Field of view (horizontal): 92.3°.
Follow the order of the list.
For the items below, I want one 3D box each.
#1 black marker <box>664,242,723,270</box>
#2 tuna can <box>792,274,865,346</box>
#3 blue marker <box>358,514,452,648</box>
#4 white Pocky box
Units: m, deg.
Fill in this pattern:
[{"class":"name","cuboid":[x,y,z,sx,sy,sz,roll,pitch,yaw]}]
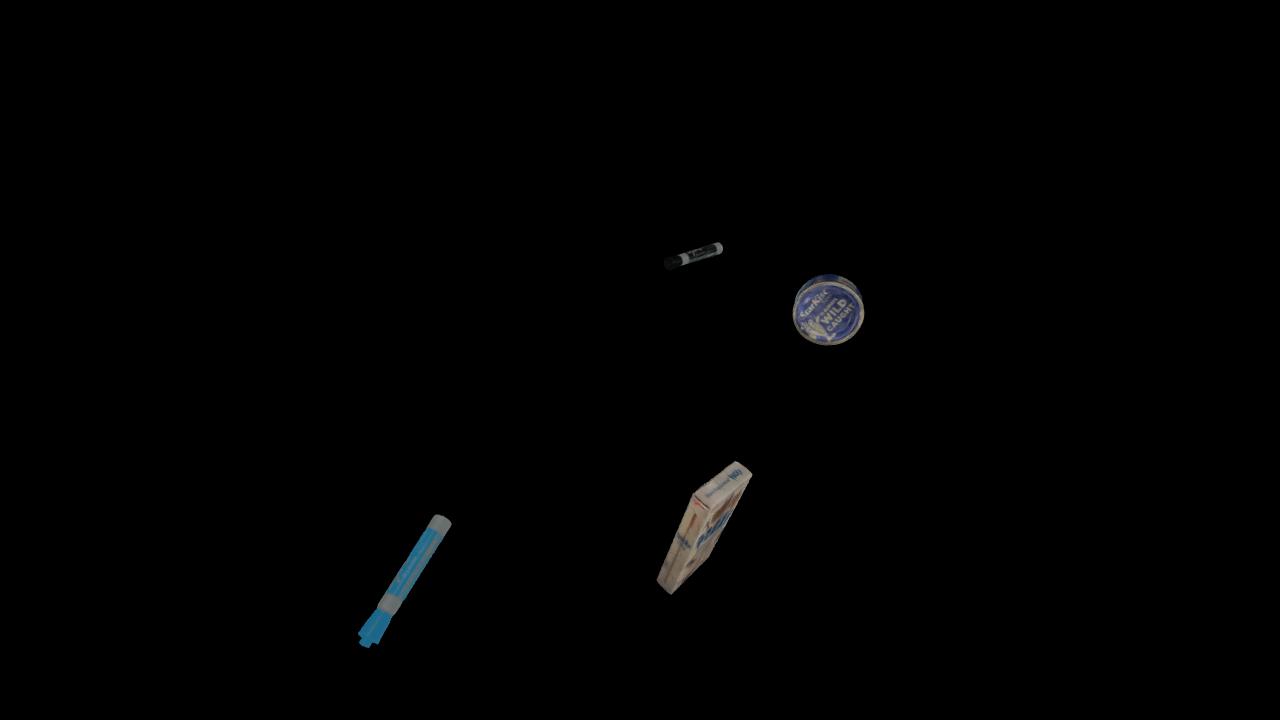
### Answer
[{"class":"black marker","cuboid":[0.080,-0.156,0.924,0.121,0.020,0.020,-24,15,-39]},{"class":"tuna can","cuboid":[0.233,-0.063,0.762,0.084,0.084,0.034,0,27,18]},{"class":"blue marker","cuboid":[-0.207,0.193,0.544,0.020,0.020,0.121,0,44,28]},{"class":"white Pocky box","cuboid":[0.069,0.187,0.686,0.028,0.154,0.084,37,40,25]}]
